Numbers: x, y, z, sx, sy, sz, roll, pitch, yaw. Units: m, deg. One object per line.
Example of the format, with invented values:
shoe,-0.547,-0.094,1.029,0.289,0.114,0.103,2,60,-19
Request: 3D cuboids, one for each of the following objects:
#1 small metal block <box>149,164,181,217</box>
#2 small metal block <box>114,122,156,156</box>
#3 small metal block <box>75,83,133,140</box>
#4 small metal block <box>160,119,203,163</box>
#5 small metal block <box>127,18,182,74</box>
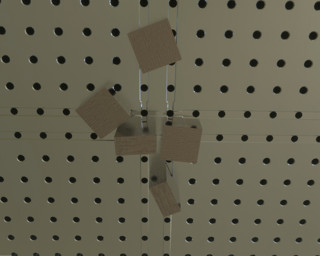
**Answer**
small metal block,0.007,0.086,0.432,0.025,0.050,0.050,-22,109,8
small metal block,-0.030,0.013,0.405,0.050,0.050,0.025,-3,110,1
small metal block,-0.072,-0.022,0.405,0.050,0.025,0.050,-36,106,12
small metal block,0.027,0.018,0.420,0.050,0.025,0.050,6,110,-2
small metal block,-0.006,-0.100,0.377,0.050,0.025,0.050,-19,109,7
